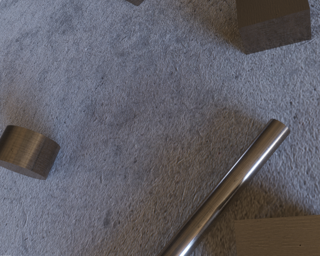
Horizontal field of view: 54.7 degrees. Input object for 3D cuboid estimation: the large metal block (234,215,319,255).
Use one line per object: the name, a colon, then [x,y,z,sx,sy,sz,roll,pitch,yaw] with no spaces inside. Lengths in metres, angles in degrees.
large metal block: [0.111,0.120,0.256,0.080,0.050,0.080,-11,57,22]

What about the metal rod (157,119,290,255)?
metal rod: [0.032,0.110,0.318,0.300,0.025,0.025,-49,52,-7]

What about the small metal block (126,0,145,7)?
small metal block: [-0.044,-0.264,0.587,0.050,0.025,0.050,-45,51,-3]

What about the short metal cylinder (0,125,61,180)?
short metal cylinder: [-0.192,0.037,0.444,0.080,0.080,0.050,4,64,30]

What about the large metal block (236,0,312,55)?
large metal block: [0.146,-0.151,0.404,0.080,0.050,0.080,-10,58,22]
